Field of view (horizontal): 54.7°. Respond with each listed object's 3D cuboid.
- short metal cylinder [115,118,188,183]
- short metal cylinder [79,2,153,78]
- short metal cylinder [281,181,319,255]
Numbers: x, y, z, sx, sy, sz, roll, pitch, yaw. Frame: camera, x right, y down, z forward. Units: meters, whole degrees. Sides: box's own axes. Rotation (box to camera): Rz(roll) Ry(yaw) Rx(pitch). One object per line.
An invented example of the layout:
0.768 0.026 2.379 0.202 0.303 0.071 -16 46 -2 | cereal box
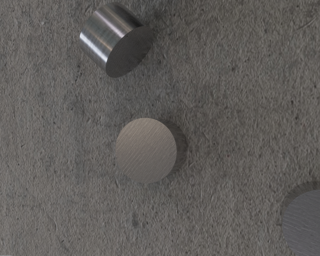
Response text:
-0.010 0.027 0.399 0.080 0.050 0.080 0 90 20 | short metal cylinder
-0.055 -0.112 0.399 0.050 0.080 0.080 44 104 14 | short metal cylinder
0.174 0.101 0.334 0.080 0.050 0.080 0 90 20 | short metal cylinder
